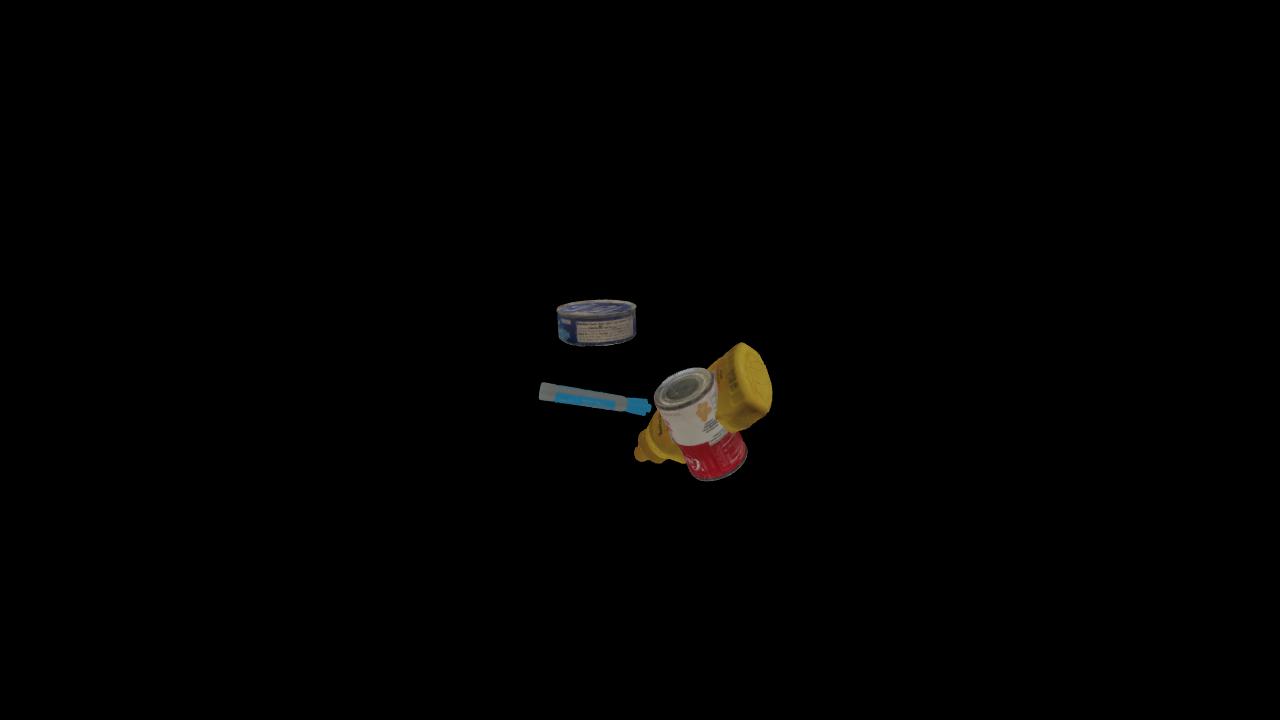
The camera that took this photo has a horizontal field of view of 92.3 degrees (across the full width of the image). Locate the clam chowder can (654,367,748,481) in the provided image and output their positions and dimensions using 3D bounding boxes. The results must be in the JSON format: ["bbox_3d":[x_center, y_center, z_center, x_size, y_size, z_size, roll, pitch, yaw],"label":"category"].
[{"bbox_3d":[0.064,0.067,0.643,0.068,0.102,0.068,-21,26,11],"label":"clam chowder can"}]

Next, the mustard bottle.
[{"bbox_3d":[0.057,0.063,0.667,0.054,0.092,0.184,28,-51,-30],"label":"mustard bottle"}]

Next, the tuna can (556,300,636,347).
[{"bbox_3d":[-0.045,-0.040,0.649,0.084,0.034,0.084,-1,16,0],"label":"tuna can"}]

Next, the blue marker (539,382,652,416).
[{"bbox_3d":[-0.046,0.042,0.654,0.121,0.020,0.020,10,-3,-15],"label":"blue marker"}]
